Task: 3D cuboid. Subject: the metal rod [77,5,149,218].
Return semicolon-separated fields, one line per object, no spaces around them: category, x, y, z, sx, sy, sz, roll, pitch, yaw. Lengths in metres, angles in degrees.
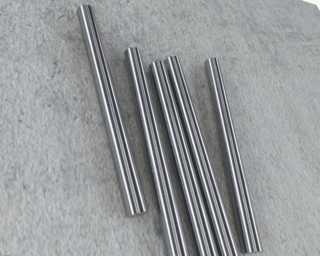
metal rod;-0.066;-0.038;0.391;0.025;0.025;0.299;-4;64;-30

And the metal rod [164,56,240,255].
metal rod;0.050;0.029;0.415;0.025;0.025;0.299;1;61;-28

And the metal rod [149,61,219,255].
metal rod;0.028;0.041;0.395;0.025;0.025;0.299;1;61;-28

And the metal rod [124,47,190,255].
metal rod;-0.008;0.023;0.386;0.025;0.025;0.299;1;61;-28

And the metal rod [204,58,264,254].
metal rod;0.100;0.021;0.446;0.025;0.025;0.299;9;58;-24
